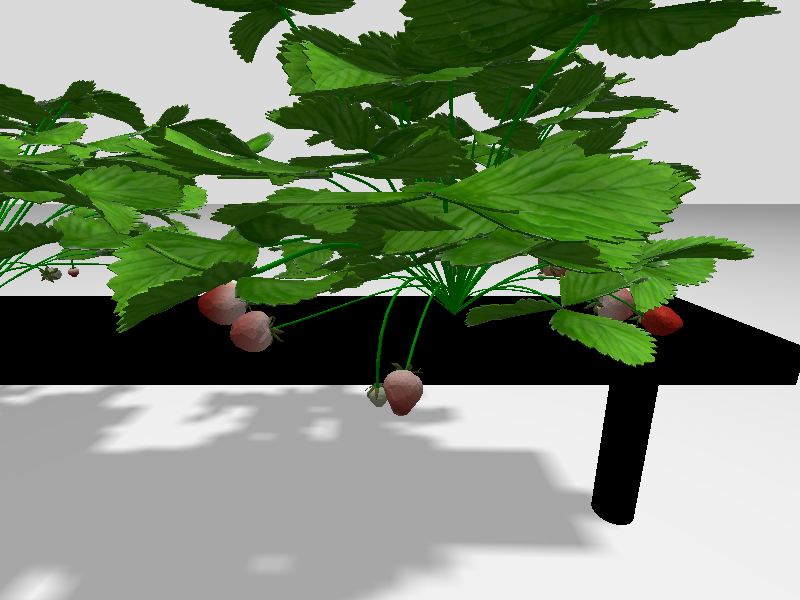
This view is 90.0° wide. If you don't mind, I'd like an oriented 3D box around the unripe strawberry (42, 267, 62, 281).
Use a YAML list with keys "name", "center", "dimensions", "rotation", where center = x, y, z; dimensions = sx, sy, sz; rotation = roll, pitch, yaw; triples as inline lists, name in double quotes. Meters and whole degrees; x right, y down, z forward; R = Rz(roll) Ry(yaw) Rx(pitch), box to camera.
- name: "unripe strawberry"
  center: [-0.433, -0.033, 0.500]
  dimensions: [0.019, 0.016, 0.019]
  rotation: [-4, 8, -13]

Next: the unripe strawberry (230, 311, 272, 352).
- name: "unripe strawberry"
  center: [-0.104, 0.022, 0.279]
  dimensions: [0.027, 0.029, 0.025]
  rotation: [-9, 18, -28]

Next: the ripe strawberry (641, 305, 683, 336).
- name: "ripe strawberry"
  center: [0.202, 0.016, 0.310]
  dimensions: [0.028, 0.024, 0.028]
  rotation: [15, 19, 16]

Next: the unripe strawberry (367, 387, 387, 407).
- name: "unripe strawberry"
  center: [-0.011, 0.050, 0.207]
  dimensions: [0.011, 0.011, 0.010]
  rotation: [6, 16, 20]

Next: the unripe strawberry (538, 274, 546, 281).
- name: "unripe strawberry"
  center: [0.171, -0.028, 0.483]
  dimensions: [0.009, 0.010, 0.010]
  rotation: [15, 21, 43]

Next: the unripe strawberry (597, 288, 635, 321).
- name: "unripe strawberry"
  center: [0.189, 0.003, 0.349]
  dimensions: [0.034, 0.033, 0.031]
  rotation: [2, 15, 5]

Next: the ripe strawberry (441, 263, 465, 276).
- name: "ripe strawberry"
  center: [0.073, -0.051, 0.531]
  dimensions: [0.039, 0.035, 0.035]
  rotation: [2, 15, 7]

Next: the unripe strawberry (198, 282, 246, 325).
- name: "unripe strawberry"
  center: [-0.148, 0.003, 0.336]
  dimensions: [0.040, 0.034, 0.039]
  rotation: [-3, 16, -7]

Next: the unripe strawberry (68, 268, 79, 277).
- name: "unripe strawberry"
  center: [-0.424, -0.036, 0.520]
  dimensions: [0.012, 0.012, 0.010]
  rotation: [-2, 16, -8]

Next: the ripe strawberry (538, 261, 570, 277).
- name: "ripe strawberry"
  center: [0.203, -0.048, 0.517]
  dimensions: [0.042, 0.036, 0.042]
  rotation: [14, 19, 42]
